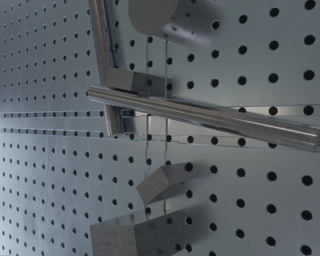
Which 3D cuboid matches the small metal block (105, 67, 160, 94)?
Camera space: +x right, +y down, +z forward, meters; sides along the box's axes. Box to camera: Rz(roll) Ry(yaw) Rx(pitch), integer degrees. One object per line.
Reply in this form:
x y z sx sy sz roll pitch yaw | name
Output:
-0.037 -0.065 0.424 0.050 0.050 0.025 18 102 38 | small metal block

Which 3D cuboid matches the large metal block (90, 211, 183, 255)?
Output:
-0.030 0.141 0.398 0.080 0.081 0.050 -15 81 39 | large metal block

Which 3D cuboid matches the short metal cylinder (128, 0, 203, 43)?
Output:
0.006 -0.152 0.388 0.080 0.050 0.079 0 90 40 | short metal cylinder

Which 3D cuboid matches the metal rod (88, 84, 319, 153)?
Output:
0.025 -0.020 0.371 0.300 0.025 0.025 15 100 33 | metal rod

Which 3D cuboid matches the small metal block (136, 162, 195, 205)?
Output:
0.007 0.069 0.387 0.050 0.050 0.025 -44 64 31 | small metal block

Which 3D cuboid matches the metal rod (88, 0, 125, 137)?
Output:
-0.090 -0.135 0.483 0.025 0.025 0.298 -17 79 39 | metal rod
